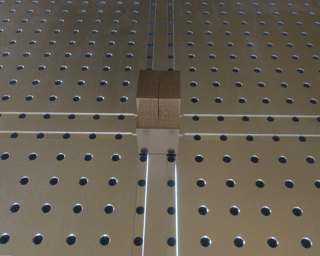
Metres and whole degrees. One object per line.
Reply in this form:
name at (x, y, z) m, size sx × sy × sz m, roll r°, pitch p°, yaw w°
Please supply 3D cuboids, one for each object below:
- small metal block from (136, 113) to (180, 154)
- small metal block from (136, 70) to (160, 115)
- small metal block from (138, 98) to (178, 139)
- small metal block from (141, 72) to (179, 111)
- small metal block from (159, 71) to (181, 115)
small metal block at (-0.002, 0.008, 0.385) m, size 0.050 × 0.050 × 0.025 m, roll 1°, pitch 50°, yaw 1°
small metal block at (-0.014, -0.037, 0.390) m, size 0.025 × 0.050 × 0.050 m, roll 2°, pitch 50°, yaw 1°
small metal block at (-0.001, -0.013, 0.418) m, size 0.050 × 0.025 × 0.050 m, roll 1°, pitch 50°, yaw 2°
small metal block at (0.000, -0.050, 0.433) m, size 0.050 × 0.050 × 0.025 m, roll 1°, pitch 50°, yaw 1°
small metal block at (0.012, -0.037, 0.390) m, size 0.025 × 0.050 × 0.050 m, roll 1°, pitch 50°, yaw 2°
